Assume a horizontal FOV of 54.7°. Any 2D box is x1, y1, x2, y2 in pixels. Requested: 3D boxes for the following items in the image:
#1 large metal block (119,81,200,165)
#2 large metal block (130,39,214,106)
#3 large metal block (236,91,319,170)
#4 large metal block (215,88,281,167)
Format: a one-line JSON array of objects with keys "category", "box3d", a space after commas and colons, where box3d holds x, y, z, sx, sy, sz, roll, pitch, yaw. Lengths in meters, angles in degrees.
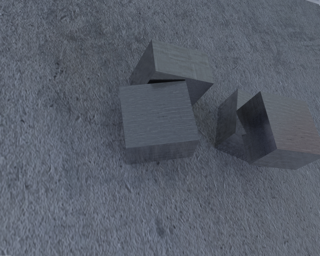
[{"category": "large metal block", "box3d": [-0.004, -0.007, 0.373, 0.081, 0.050, 0.080, -6, 63, -8]}, {"category": "large metal block", "box3d": [0.012, -0.063, 0.414, 0.081, 0.080, 0.050, 7, 58, -25]}, {"category": "large metal block", "box3d": [0.155, 0.005, 0.404, 0.081, 0.050, 0.080, 8, 59, -24]}, {"category": "large metal block", "box3d": [0.132, 0.001, 0.458, 0.080, 0.050, 0.080, 23, 53, -14]}]
